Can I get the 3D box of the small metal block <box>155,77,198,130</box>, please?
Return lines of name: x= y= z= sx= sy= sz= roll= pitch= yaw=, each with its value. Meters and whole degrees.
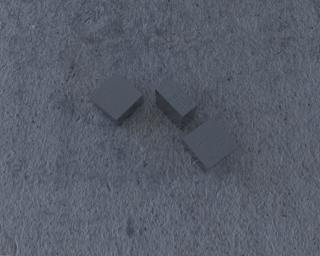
small metal block: x=0.020 y=-0.030 z=0.406 sx=0.025 sy=0.050 sz=0.050 roll=-40 pitch=75 yaw=-13

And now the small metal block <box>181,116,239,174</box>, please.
small metal block: x=0.063 y=0.022 z=0.400 sx=0.050 sy=0.025 sz=0.050 roll=-35 pitch=74 yaw=-12

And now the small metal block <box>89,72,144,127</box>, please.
small metal block: x=-0.058 y=-0.039 z=0.422 sx=0.050 sy=0.025 sz=0.050 roll=40 pitch=75 yaw=13
